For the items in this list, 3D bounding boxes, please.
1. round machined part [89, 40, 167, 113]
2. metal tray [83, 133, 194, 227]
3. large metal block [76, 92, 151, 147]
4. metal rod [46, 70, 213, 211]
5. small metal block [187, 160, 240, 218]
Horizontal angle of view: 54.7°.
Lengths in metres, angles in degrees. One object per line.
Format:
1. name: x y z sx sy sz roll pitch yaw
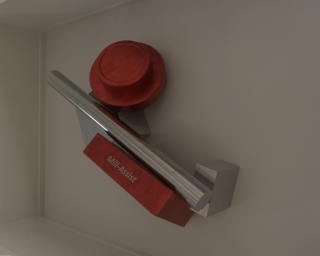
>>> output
1. round machined part: -0.043 -0.072 0.393 0.099 0.042 0.098 -3 65 7
2. metal tray: -0.024 0.062 0.376 0.130 0.090 0.030 33 83 34
3. large metal block: -0.070 -0.013 0.443 0.080 0.050 0.080 -28 73 36
4. metal rod: -0.058 -0.002 0.384 0.300 0.025 0.025 36 112 33
5. small metal block: 0.059 0.064 0.339 0.025 0.050 0.050 19 102 38
